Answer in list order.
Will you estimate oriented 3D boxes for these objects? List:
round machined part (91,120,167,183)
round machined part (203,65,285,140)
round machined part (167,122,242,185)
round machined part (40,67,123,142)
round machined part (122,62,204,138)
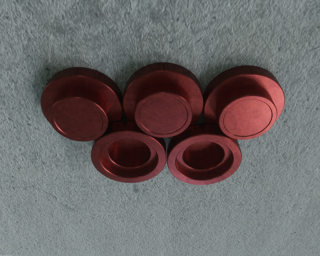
[{"bbox_3d":[-0.041,0.027,0.420,0.099,0.042,0.097,-1,130,0],"label":"round machined part"},{"bbox_3d":[0.103,-0.024,0.379,0.099,0.042,0.097,-1,130,0],"label":"round machined part"},{"bbox_3d":[0.058,0.031,0.425,0.099,0.042,0.097,-1,130,0],"label":"round machined part"},{"bbox_3d":[-0.095,-0.022,0.378,0.099,0.042,0.097,-1,130,0],"label":"round machined part"},{"bbox_3d":[0.004,-0.027,0.375,0.099,0.042,0.097,-1,130,0],"label":"round machined part"}]
